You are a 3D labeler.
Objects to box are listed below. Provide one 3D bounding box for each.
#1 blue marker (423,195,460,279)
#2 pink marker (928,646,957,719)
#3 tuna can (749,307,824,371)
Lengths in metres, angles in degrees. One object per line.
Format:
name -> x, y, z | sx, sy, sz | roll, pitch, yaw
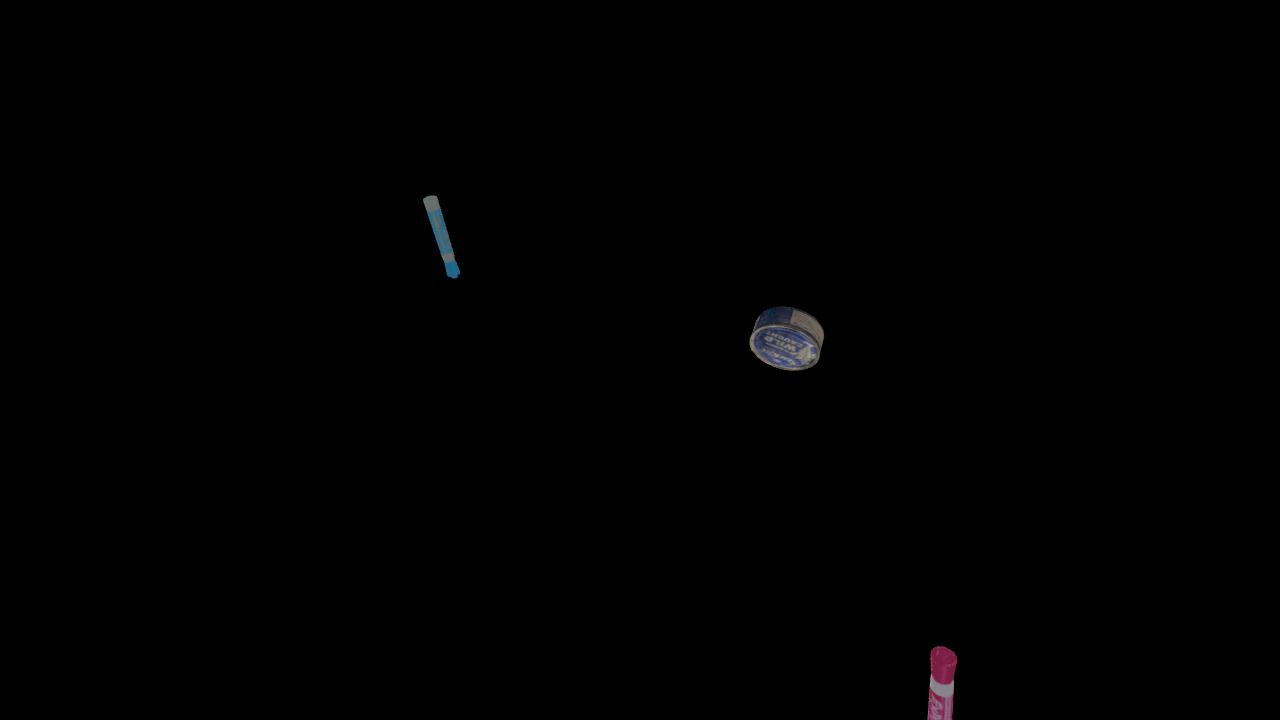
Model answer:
blue marker -> -0.272, -0.167, 0.850 | 0.020, 0.121, 0.020 | -4, 38, 3
pink marker -> 0.245, 0.279, 0.501 | 0.020, 0.121, 0.020 | -8, 24, 4
tuna can -> 0.176, -0.025, 0.737 | 0.084, 0.034, 0.084 | 17, -32, 11
